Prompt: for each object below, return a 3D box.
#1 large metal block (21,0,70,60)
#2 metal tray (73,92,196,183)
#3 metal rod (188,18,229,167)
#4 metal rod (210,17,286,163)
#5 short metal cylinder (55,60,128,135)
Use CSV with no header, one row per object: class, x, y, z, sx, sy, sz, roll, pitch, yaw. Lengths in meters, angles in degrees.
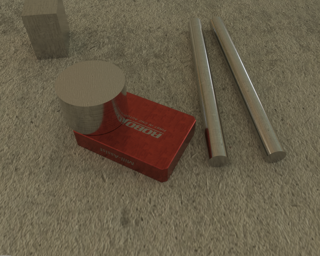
large metal block,-0.183,-0.171,0.509,0.050,0.080,0.080,-7,51,-6
metal tray,-0.031,0.004,0.397,0.130,0.030,0.090,22,53,17
metal rod,0.067,-0.075,0.466,0.025,0.025,0.300,-1,50,-1
metal rod,0.121,-0.079,0.470,0.025,0.025,0.300,-5,50,-5
short metal cylinder,-0.081,-0.038,0.378,0.081,0.050,0.080,0,50,0
